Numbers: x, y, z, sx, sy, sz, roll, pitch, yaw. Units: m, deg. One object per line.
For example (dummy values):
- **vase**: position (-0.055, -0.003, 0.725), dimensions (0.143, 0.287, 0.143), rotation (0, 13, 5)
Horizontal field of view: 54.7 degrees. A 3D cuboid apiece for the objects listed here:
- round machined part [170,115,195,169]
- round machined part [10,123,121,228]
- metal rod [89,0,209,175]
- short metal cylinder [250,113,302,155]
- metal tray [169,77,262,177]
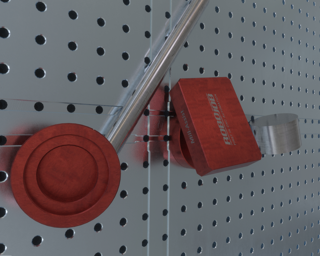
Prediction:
- **round machined part**: position (0.064, 0.013, 0.452), dimensions (0.099, 0.042, 0.097), rotation (0, 90, -40)
- **round machined part**: position (-0.091, 0.044, 0.308), dimensions (0.099, 0.042, 0.097), rotation (0, 89, -17)
- **metal rod**: position (-0.006, -0.070, 0.404), dimensions (0.025, 0.025, 0.300), rotation (44, 64, -32)
- **short metal cylinder**: position (0.203, 0.009, 0.544), dimensions (0.081, 0.080, 0.050), rotation (-23, 105, -38)
- **metal tray**: position (0.075, -0.006, 0.424), dimensions (0.091, 0.030, 0.130), rotation (-7, 69, -29)
